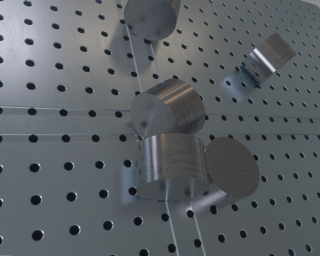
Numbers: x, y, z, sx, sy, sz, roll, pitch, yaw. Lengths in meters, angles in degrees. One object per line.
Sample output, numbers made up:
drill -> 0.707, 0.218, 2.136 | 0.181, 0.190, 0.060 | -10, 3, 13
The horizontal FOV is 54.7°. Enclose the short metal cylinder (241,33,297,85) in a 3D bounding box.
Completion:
short metal cylinder -> 0.193, -0.122, 0.551 | 0.081, 0.080, 0.050 | -34, 81, -38

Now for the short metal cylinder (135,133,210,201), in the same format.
short metal cylinder -> 0.013, 0.046, 0.351 | 0.081, 0.080, 0.050 | 9, 58, -23

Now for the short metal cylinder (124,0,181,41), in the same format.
short metal cylinder -> -0.011, -0.184, 0.479 | 0.080, 0.080, 0.050 | 22, 53, -15

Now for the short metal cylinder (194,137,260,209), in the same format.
short metal cylinder -> 0.079, 0.058, 0.399 | 0.081, 0.050, 0.080 | 14, 56, -21

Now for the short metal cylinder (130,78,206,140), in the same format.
short metal cylinder -> 0.009, -0.016, 0.387 | 0.050, 0.080, 0.080 | -34, 81, -38
